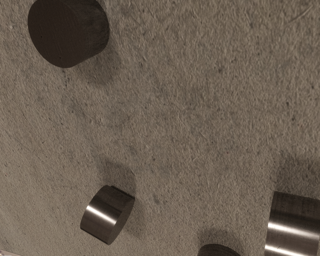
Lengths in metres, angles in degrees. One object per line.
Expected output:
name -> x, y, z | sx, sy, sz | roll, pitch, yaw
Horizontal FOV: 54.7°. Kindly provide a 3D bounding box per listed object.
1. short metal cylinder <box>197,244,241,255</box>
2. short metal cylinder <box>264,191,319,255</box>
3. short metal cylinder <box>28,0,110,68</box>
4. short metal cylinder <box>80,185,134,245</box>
short metal cylinder -> 0.091, 0.230, 0.484 | 0.080, 0.050, 0.079 | 13, 124, 20
short metal cylinder -> 0.155, 0.119, 0.363 | 0.050, 0.080, 0.079 | 8, 122, 24
short metal cylinder -> -0.109, -0.119, 0.373 | 0.080, 0.050, 0.079 | 13, 124, 20
short metal cylinder -> -0.083, 0.139, 0.499 | 0.050, 0.080, 0.079 | 26, 127, 12
